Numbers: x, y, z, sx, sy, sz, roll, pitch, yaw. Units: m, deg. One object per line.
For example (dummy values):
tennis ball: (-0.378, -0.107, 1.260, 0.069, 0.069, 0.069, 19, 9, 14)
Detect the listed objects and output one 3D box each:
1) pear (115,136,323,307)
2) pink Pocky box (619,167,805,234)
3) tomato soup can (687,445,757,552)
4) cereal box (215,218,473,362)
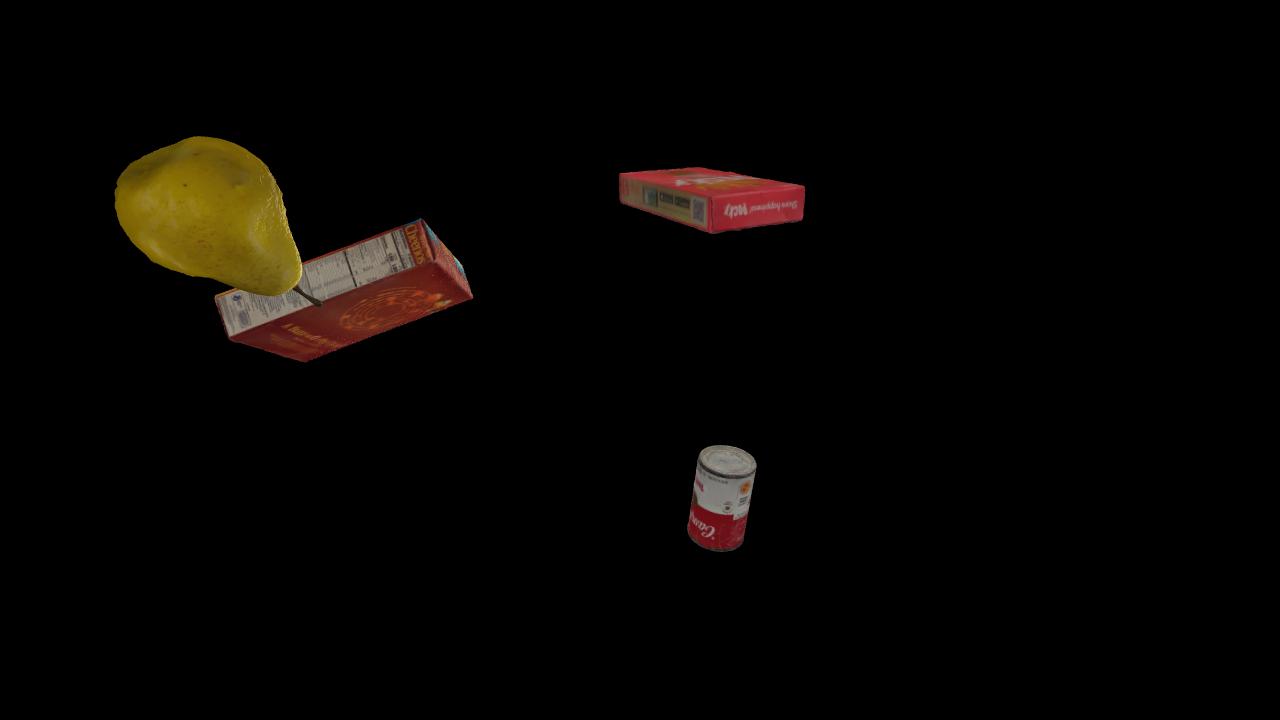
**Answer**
pear: (-0.237, -0.071, 0.360, 0.080, 0.080, 0.111, 0, -43, 23)
pink Pocky box: (0.052, -0.134, 0.502, 0.084, 0.029, 0.155, -13, 26, -23)
tomato soup can: (0.093, 0.157, 0.703, 0.068, 0.101, 0.068, 5, 21, -2)
cereal box: (-0.431, -0.098, 0.943, 0.306, 0.081, 0.203, -22, -8, -3)
